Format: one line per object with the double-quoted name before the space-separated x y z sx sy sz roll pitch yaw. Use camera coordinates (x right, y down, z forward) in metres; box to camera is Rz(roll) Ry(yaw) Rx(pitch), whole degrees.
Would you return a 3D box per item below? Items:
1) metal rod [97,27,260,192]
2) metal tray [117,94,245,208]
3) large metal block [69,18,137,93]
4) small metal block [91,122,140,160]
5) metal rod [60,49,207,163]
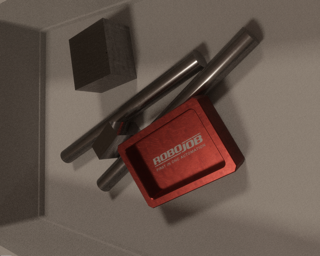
"metal rod" 0.005 -0.006 0.400 0.299 0.025 0.025 -45 63 30
"metal tray" 0.020 0.031 0.367 0.130 0.030 0.090 -32 85 32
"large metal block" -0.086 -0.103 0.459 0.080 0.050 0.080 -15 81 38
"small metal block" -0.059 0.018 0.437 0.050 0.050 0.025 -50 60 28
"metal rod" -0.057 -0.016 0.451 0.299 0.025 0.025 -32 70 35
